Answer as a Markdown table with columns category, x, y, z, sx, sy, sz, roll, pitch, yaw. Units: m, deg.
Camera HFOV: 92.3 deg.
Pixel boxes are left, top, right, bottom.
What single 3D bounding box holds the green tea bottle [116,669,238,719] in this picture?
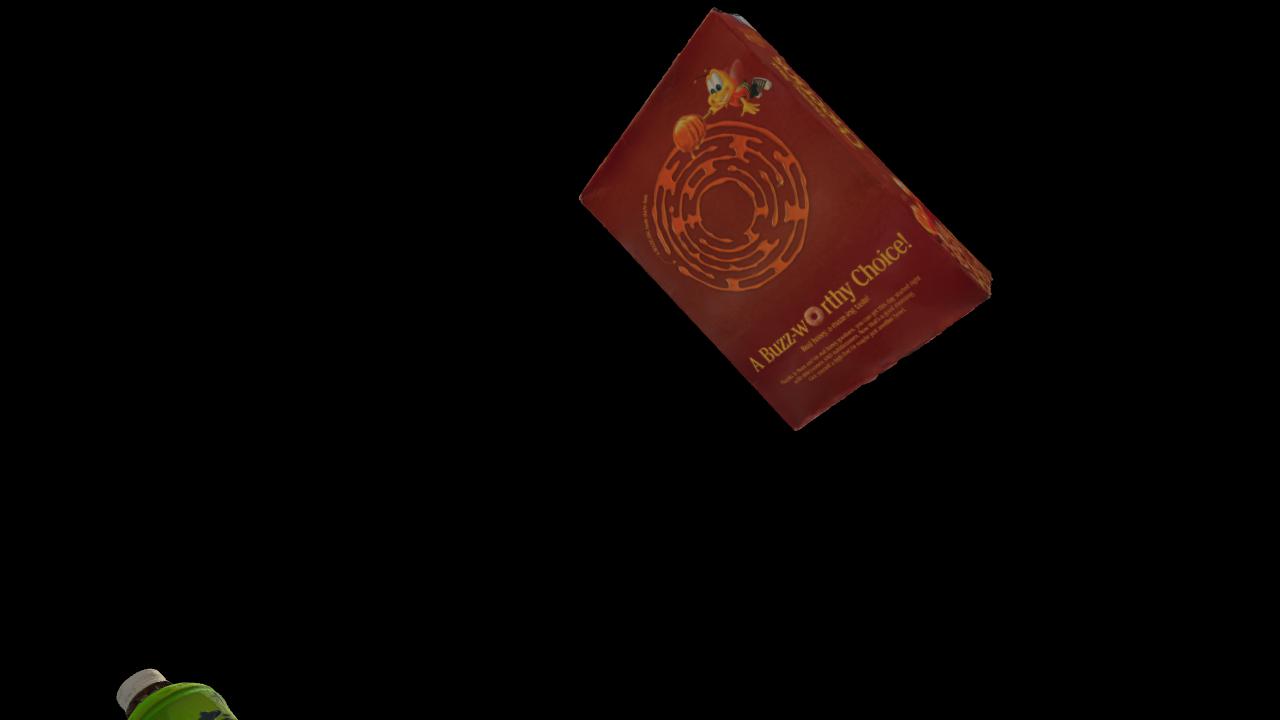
| category | x | y | z | sx | sy | sz | roll | pitch | yaw |
| --- | --- | --- | --- | --- | --- | --- | --- | --- | --- |
| green tea bottle | -0.331 | 0.303 | 0.464 | 0.212 | 0.073 | 0.073 | 17 | 8 | 28 |

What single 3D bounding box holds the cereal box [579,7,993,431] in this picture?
| category | x | y | z | sx | sy | sz | roll | pitch | yaw |
| --- | --- | --- | --- | --- | --- | --- | --- | --- | --- |
| cereal box | 0.113 | -0.112 | 0.538 | 0.203 | 0.306 | 0.081 | -46 | -5 | 36 |
